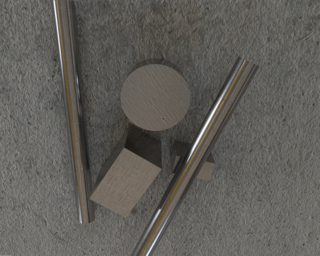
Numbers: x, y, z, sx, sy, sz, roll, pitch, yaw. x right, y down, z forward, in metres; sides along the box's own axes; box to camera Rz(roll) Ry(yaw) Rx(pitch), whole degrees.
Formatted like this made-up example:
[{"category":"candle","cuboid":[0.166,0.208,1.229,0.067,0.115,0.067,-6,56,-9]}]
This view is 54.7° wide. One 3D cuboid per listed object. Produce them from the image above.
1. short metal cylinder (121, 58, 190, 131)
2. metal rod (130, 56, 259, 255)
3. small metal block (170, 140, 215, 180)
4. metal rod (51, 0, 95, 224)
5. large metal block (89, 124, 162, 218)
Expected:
[{"category":"short metal cylinder","cuboid":[-0.005,-0.042,0.381,0.081,0.050,0.079,0,110,-1]},{"category":"metal rod","cuboid":[0.032,0.056,0.377,0.025,0.025,0.298,23,109,-9]},{"category":"small metal block","cuboid":[0.042,0.042,0.413,0.050,0.050,0.025,12,110,-5]},{"category":"metal rod","cuboid":[-0.110,-0.006,0.406,0.025,0.025,0.298,-1,110,0]},{"category":"large metal block","cuboid":[-0.041,0.052,0.399,0.050,0.080,0.080,32,107,-11]}]
